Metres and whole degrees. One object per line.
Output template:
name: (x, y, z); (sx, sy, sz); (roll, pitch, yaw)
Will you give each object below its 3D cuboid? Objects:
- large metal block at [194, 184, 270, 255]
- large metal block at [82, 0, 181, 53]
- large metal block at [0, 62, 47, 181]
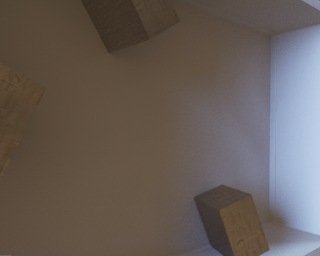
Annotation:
large metal block: (0.098, 0.133, 0.438); (0.050, 0.080, 0.080); (-21, 95, -16)
large metal block: (-0.036, -0.136, 0.340); (0.050, 0.080, 0.080); (-41, 115, -32)
large metal block: (-0.146, -0.006, 0.249); (0.050, 0.080, 0.080); (32, 70, -36)
